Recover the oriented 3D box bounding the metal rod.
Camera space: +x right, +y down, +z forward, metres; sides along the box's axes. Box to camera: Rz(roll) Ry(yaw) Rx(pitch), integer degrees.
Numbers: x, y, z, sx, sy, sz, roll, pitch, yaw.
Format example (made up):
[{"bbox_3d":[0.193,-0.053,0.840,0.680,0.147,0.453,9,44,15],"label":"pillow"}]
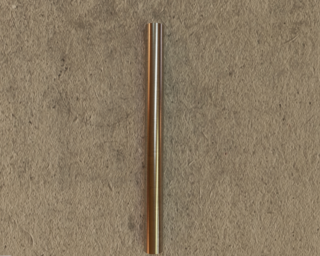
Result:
[{"bbox_3d":[-0.008,0.014,0.411,0.025,0.025,0.298,0,90,-1],"label":"metal rod"}]
